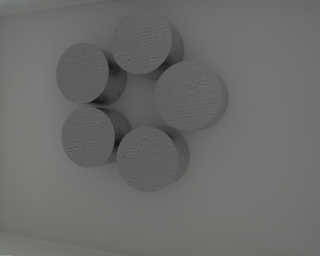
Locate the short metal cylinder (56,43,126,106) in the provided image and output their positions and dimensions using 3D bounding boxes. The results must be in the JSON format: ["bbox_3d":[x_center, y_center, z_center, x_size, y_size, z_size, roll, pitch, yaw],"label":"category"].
[{"bbox_3d":[-0.094,-0.072,0.428,0.080,0.050,0.080,0,90,20],"label":"short metal cylinder"}]

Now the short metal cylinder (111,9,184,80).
[{"bbox_3d":[-0.015,-0.105,0.400,0.080,0.050,0.080,0,90,20],"label":"short metal cylinder"}]

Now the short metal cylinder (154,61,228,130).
[{"bbox_3d":[0.040,-0.038,0.381,0.080,0.050,0.080,0,90,20],"label":"short metal cylinder"}]

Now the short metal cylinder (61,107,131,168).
[{"bbox_3d":[-0.086,0.012,0.425,0.080,0.050,0.080,0,90,20],"label":"short metal cylinder"}]

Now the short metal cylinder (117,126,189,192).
[{"bbox_3d":[-0.008,0.038,0.398,0.080,0.050,0.080,0,90,20],"label":"short metal cylinder"}]
